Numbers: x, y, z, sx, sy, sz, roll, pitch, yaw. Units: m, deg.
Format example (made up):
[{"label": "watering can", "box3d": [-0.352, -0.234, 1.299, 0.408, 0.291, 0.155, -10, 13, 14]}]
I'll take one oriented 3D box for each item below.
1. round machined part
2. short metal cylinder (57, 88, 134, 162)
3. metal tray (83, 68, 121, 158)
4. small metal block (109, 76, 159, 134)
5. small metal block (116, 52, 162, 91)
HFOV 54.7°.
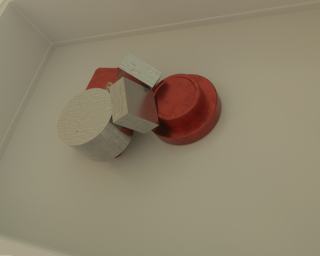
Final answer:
[{"label": "round machined part", "box3d": [0.025, -0.031, 0.397, 0.098, 0.042, 0.098, -13, 56, 20]}, {"label": "short metal cylinder", "box3d": [-0.080, -0.003, 0.392, 0.080, 0.050, 0.080, -13, 56, 20]}, {"label": "metal tray", "box3d": [-0.077, -0.027, 0.453, 0.090, 0.030, 0.130, 8, 66, 31]}, {"label": "small metal block", "box3d": [-0.031, -0.026, 0.368, 0.025, 0.050, 0.050, -30, 56, 33]}, {"label": "small metal block", "box3d": [-0.029, -0.065, 0.409, 0.050, 0.050, 0.025, 31, 70, 0]}]
